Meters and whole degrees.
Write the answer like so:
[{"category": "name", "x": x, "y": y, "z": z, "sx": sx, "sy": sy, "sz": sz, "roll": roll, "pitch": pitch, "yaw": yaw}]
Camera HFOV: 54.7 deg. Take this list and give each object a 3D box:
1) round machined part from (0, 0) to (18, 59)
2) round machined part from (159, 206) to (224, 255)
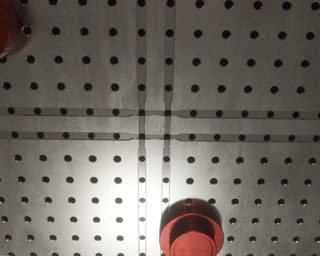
[{"category": "round machined part", "x": -0.213, "y": -0.123, "z": 0.356, "sx": 0.099, "sy": 0.042, "sz": 0.097, "roll": 0, "pitch": 110, "yaw": -1}, {"category": "round machined part", "x": 0.048, "y": 0.171, "z": 0.468, "sx": 0.099, "sy": 0.042, "sz": 0.097, "roll": 0, "pitch": 110, "yaw": -1}]
